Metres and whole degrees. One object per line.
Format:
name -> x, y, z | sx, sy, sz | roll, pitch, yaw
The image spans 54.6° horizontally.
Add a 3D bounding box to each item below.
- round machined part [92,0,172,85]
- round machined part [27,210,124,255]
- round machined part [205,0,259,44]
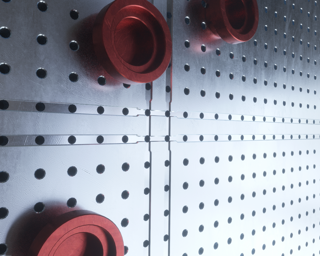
round machined part -> -0.036, -0.100, 0.367 | 0.099, 0.042, 0.097 | 0, 90, -40
round machined part -> -0.090, 0.134, 0.323 | 0.099, 0.042, 0.097 | 0, 90, -40
round machined part -> 0.109, -0.181, 0.488 | 0.099, 0.042, 0.097 | 0, 90, -40
